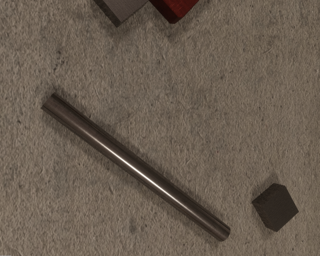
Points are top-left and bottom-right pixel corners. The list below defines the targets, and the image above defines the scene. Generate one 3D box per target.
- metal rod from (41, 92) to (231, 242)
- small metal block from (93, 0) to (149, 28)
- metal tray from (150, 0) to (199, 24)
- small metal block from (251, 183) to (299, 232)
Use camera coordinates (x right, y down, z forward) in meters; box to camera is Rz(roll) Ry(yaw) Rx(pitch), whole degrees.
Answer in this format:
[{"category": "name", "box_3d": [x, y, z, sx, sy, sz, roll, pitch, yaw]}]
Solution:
[{"category": "metal rod", "box_3d": [-0.020, 0.060, 0.402, 0.301, 0.025, 0.025, 40, 77, -16]}, {"category": "small metal block", "box_3d": [-0.050, -0.165, 0.391, 0.050, 0.025, 0.050, -45, 104, -15]}, {"category": "metal tray", "box_3d": [0.032, -0.219, 0.419, 0.090, 0.030, 0.130, 44, 76, -15]}, {"category": "small metal block", "box_3d": [0.178, 0.122, 0.477, 0.050, 0.025, 0.050, -34, 101, -17]}]
